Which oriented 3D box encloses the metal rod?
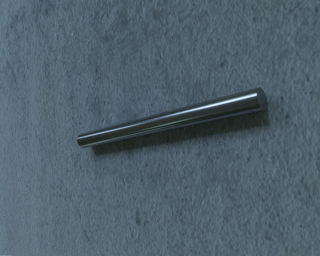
[{"bbox_3d":[-0.010,-0.004,0.410,0.300,0.025,0.025,-12,82,39],"label":"metal rod"}]
